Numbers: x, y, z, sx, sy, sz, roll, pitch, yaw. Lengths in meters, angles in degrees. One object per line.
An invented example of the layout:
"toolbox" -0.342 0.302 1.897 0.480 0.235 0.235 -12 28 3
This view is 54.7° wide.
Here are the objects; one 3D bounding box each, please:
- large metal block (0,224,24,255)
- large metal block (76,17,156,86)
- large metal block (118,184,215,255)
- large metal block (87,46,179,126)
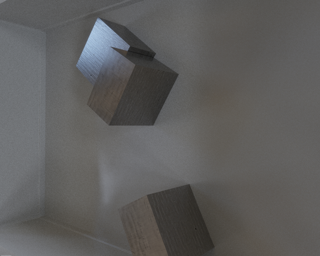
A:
"large metal block" -0.347 0.271 0.675 0.080 0.050 0.079 27 107 36
"large metal block" -0.065 -0.097 0.442 0.080 0.050 0.080 47 118 29
"large metal block" 0.008 0.118 0.363 0.050 0.081 0.080 -33 70 35
"large metal block" -0.034 -0.050 0.397 0.050 0.081 0.079 40 114 32
